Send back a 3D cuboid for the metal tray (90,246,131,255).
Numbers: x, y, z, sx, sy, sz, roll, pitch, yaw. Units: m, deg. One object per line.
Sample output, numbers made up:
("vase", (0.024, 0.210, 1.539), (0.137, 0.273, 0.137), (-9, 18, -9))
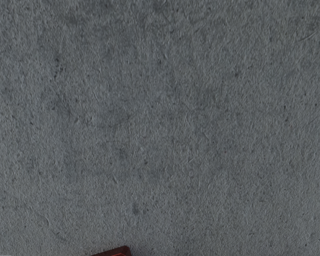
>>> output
("metal tray", (-0.074, 0.260, 0.480), (0.090, 0.030, 0.129), (-19, 89, 6))
